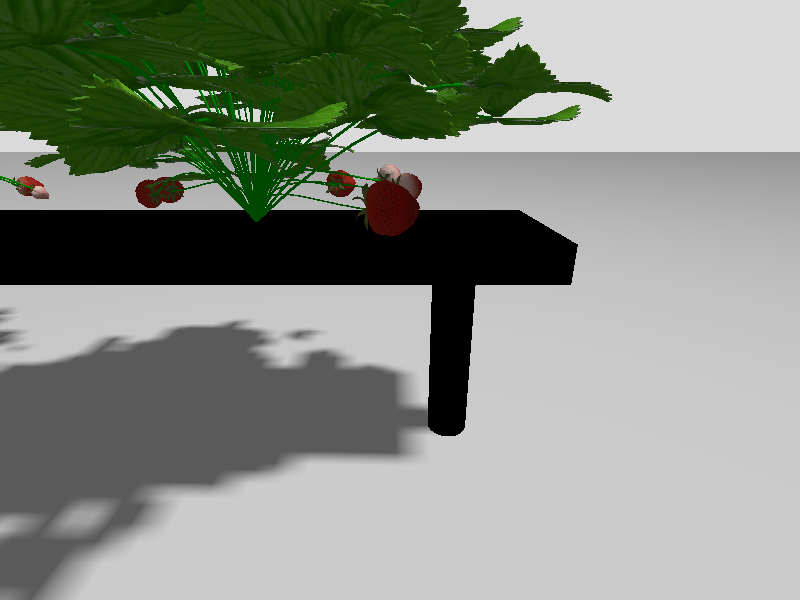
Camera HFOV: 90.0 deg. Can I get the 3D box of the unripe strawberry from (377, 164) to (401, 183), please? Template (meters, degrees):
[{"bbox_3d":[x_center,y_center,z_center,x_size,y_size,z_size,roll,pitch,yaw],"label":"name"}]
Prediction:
[{"bbox_3d":[-0.012,-0.156,0.516,0.033,0.037,0.036,13,24,29],"label":"unripe strawberry"}]

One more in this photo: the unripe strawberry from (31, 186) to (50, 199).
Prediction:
[{"bbox_3d":[-0.425,-0.126,0.475,0.015,0.016,0.016,22,-6,43],"label":"unripe strawberry"}]

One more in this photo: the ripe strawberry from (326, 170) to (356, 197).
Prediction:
[{"bbox_3d":[-0.071,-0.143,0.491,0.035,0.032,0.032,7,22,17],"label":"ripe strawberry"}]

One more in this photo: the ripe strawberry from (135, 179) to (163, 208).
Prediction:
[{"bbox_3d":[-0.259,-0.110,0.413,0.027,0.028,0.025,11,24,27],"label":"ripe strawberry"}]

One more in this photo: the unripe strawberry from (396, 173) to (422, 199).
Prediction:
[{"bbox_3d":[0.010,-0.122,0.437,0.032,0.033,0.029,-15,26,-34],"label":"unripe strawberry"}]

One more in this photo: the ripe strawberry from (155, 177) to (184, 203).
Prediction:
[{"bbox_3d":[-0.258,-0.122,0.444,0.028,0.028,0.031,16,27,36],"label":"ripe strawberry"}]

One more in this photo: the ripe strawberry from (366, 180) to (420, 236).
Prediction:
[{"bbox_3d":[-0.006,-0.065,0.286,0.038,0.040,0.035,11,24,24],"label":"ripe strawberry"}]

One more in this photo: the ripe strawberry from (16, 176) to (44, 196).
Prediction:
[{"bbox_3d":[-0.456,-0.140,0.495,0.027,0.024,0.024,15,20,33],"label":"ripe strawberry"}]
